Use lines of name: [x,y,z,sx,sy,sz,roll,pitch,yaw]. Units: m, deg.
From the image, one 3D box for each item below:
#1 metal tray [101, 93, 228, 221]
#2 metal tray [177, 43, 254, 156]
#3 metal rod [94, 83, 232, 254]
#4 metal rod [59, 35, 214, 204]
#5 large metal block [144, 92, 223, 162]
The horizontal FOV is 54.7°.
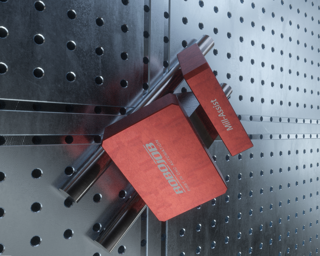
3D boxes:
metal tray: [0.008,0.037,0.347,0.090,0.030,0.130,-28,115,9]
metal tray: [0.070,-0.037,0.399,0.130,0.030,0.090,54,15,-26]
metal rod: [0.020,0.037,0.428,0.301,0.025,0.025,-49,120,-29]
metal rod: [-0.013,-0.029,0.400,0.301,0.025,0.025,-50,120,-28]
large metal block: [0.027,-0.002,0.397,0.080,0.080,0.050,-50,120,-29]
